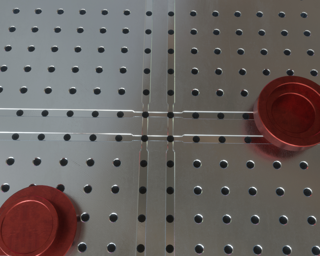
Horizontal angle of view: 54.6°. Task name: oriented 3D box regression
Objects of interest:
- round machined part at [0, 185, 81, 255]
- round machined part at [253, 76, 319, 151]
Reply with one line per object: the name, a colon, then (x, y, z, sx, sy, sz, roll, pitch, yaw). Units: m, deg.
round machined part: (-0.146, 0.115, 0.360, 0.099, 0.042, 0.098, 0, 70, 0)
round machined part: (0.172, -0.016, 0.410, 0.099, 0.042, 0.098, 0, 70, 0)
